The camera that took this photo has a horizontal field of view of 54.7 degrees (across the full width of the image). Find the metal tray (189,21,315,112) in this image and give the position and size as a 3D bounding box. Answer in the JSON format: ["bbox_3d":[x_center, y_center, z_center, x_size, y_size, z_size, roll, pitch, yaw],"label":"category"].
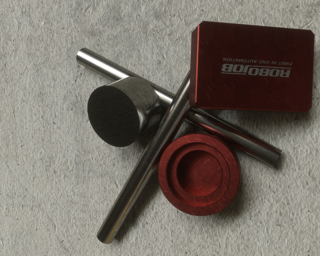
[{"bbox_3d":[0.101,-0.064,0.342,0.131,0.030,0.089,2,91,-8],"label":"metal tray"}]

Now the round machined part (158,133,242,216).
[{"bbox_3d":[0.051,0.055,0.383,0.098,0.042,0.097,0,90,20],"label":"round machined part"}]

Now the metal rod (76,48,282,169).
[{"bbox_3d":[0.012,-0.034,0.407,0.300,0.025,0.025,30,100,17],"label":"metal rod"}]

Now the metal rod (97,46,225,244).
[{"bbox_3d":[-0.007,0.030,0.394,0.025,0.025,0.298,35,108,16],"label":"metal rod"}]

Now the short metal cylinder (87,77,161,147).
[{"bbox_3d":[-0.046,-0.022,0.399,0.080,0.050,0.079,13,116,27],"label":"short metal cylinder"}]
